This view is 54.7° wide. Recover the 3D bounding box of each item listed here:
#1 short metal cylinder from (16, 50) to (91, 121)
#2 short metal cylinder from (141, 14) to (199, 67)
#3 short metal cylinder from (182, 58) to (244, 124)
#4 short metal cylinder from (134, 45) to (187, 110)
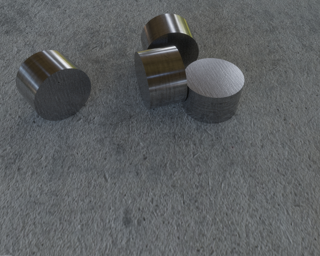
[{"bbox_3d":[-0.141,-0.056,0.414,0.080,0.080,0.050,-34,58,-25],"label":"short metal cylinder"},{"bbox_3d":[0.014,-0.125,0.472,0.081,0.080,0.050,-7,51,-6],"label":"short metal cylinder"},{"bbox_3d":[0.072,-0.052,0.431,0.080,0.050,0.080,0,50,0],"label":"short metal cylinder"},{"bbox_3d":[0.000,-0.069,0.426,0.050,0.080,0.080,-14,52,-11],"label":"short metal cylinder"}]
